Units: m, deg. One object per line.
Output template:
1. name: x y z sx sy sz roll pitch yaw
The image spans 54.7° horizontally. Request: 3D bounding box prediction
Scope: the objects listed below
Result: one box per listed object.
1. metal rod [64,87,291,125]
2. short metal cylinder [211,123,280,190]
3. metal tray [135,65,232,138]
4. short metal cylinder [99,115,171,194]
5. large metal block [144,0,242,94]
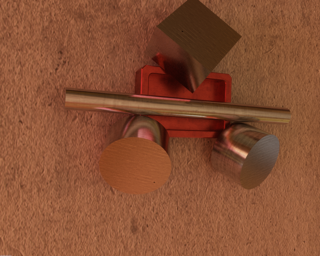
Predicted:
1. metal rod: 0.037 -0.025 0.392 0.302 0.025 0.025 3 89 -20
2. short metal cylinder: 0.117 0.036 0.423 0.081 0.050 0.079 -20 123 -33
3. metal tray: 0.032 -0.032 0.420 0.131 0.030 0.089 2 89 -20
4. short metal cylinder: -0.027 0.031 0.367 0.081 0.050 0.079 0 120 0
5. large metal block: 0.041 -0.105 0.389 0.080 0.050 0.080 41 60 0
